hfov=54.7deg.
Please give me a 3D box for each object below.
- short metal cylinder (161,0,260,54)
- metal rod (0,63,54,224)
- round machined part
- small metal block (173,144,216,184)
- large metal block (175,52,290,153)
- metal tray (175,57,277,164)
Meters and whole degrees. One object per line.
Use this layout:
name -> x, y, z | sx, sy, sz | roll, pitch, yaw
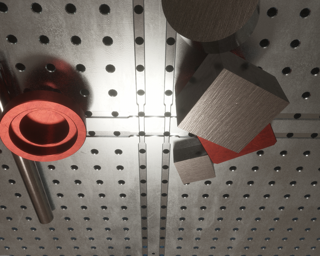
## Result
short metal cylinder -> 0.047, -0.111, 0.275 | 0.080, 0.050, 0.079 | 1, 92, 17
metal rod -> -0.196, 0.044, 0.446 | 0.025, 0.025, 0.298 | 1, 130, -1
round machined part -> -0.142, -0.007, 0.385 | 0.099, 0.042, 0.097 | -8, 132, -9
small metal block -> 0.051, 0.053, 0.458 | 0.050, 0.025, 0.050 | -14, 129, 11
large metal block -> 0.073, -0.029, 0.332 | 0.080, 0.050, 0.080 | 23, 126, -19
metal tray -> 0.086, -0.016, 0.396 | 0.090, 0.030, 0.130 | -22, 127, 17
